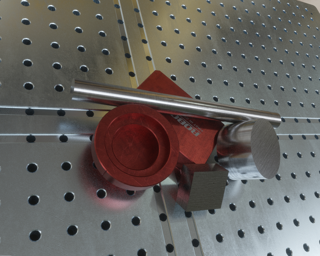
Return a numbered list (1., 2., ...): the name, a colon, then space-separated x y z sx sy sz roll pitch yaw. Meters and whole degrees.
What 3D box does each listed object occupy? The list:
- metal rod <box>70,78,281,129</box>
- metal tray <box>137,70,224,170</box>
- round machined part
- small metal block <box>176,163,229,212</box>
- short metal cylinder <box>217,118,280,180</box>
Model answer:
1. metal rod: 0.039 -0.027 0.407 0.302 0.025 0.025 7 59 -25
2. metal tray: 0.018 -0.010 0.424 0.130 0.030 0.090 40 51 -2
3. round machined part: -0.031 0.025 0.361 0.099 0.042 0.098 9 65 -19
4. small metal block: 0.051 0.071 0.377 0.050 0.025 0.050 3 104 -28
5. short metal cylinder: 0.122 0.030 0.422 0.081 0.050 0.080 12 73 -43
